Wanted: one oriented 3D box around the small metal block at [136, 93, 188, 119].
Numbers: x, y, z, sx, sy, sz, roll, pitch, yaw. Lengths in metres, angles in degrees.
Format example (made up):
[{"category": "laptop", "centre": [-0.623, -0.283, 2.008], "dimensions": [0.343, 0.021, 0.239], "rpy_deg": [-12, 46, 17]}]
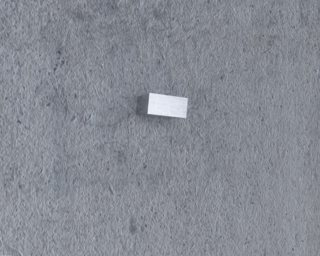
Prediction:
[{"category": "small metal block", "centre": [0.001, -0.027, 0.398], "dimensions": [0.050, 0.050, 0.025], "rpy_deg": [6, 88, -20]}]
